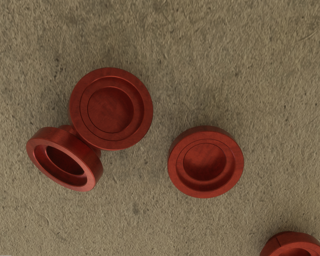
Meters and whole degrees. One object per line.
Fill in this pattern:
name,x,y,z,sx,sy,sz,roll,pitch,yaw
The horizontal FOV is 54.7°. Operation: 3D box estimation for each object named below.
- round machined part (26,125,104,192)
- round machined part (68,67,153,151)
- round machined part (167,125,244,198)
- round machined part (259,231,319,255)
round machined part,-0.115,0.034,0.397,0.098,0.042,0.097,16,138,16
round machined part,-0.061,-0.021,0.377,0.099,0.042,0.097,3,82,-22
round machined part,0.059,0.042,0.416,0.099,0.042,0.097,0,110,0
round machined part,0.201,0.199,0.476,0.099,0.042,0.097,0,110,0
